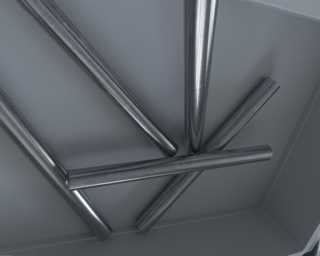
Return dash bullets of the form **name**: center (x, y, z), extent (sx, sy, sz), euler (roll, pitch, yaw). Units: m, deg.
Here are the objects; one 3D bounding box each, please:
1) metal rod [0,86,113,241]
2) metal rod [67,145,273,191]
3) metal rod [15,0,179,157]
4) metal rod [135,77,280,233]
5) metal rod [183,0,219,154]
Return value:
- **metal rod**: center (-0.129, 0.048, 0.367), extent (0.025, 0.025, 0.299), euler (-31, 129, -9)
- **metal rod**: center (0.030, 0.050, 0.424), extent (0.303, 0.025, 0.025), euler (-5, 121, -24)
- **metal rod**: center (-0.061, -0.055, 0.340), extent (0.025, 0.025, 0.300), euler (-41, 130, 0)
- **metal rod**: center (0.069, 0.044, 0.473), extent (0.299, 0.025, 0.025), euler (-49, 129, 6)
- **metal rod**: center (0.038, -0.037, 0.324), extent (0.025, 0.025, 0.299), euler (-29, 154, -10)
